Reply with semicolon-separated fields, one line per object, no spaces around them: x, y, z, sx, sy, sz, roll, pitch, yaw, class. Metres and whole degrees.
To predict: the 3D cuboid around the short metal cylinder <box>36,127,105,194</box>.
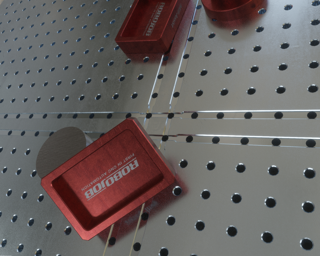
-0.120;0.045;0.426;0.080;0.050;0.080;-13;56;20;short metal cylinder

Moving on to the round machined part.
0.109;-0.214;0.471;0.098;0.042;0.098;-13;56;20;round machined part

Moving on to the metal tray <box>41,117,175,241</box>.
-0.059;0.058;0.364;0.130;0.030;0.090;-35;94;4;metal tray

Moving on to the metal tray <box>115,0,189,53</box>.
-0.011;-0.187;0.523;0.090;0.030;0.130;8;65;31;metal tray
